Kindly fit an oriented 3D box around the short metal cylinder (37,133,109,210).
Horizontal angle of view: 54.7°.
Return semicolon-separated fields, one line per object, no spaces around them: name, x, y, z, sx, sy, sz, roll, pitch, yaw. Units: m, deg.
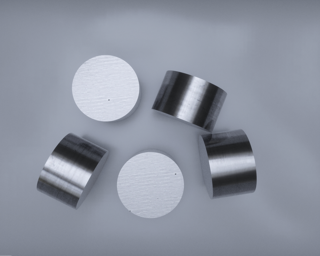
short metal cylinder;-0.105;0.052;0.380;0.050;0.080;0.080;27;90;-1

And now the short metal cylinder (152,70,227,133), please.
short metal cylinder;0.036;-0.032;0.384;0.080;0.080;0.050;22;90;-1

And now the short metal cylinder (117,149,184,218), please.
short metal cylinder;-0.011;0.069;0.397;0.081;0.050;0.079;0;90;-1

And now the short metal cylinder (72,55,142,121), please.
short metal cylinder;-0.065;-0.048;0.396;0.081;0.050;0.079;0;90;-1

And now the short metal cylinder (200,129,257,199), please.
short metal cylinder;0.081;0.044;0.383;0.050;0.080;0.080;-9;90;0
